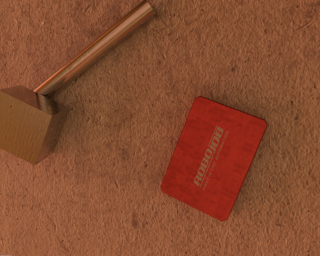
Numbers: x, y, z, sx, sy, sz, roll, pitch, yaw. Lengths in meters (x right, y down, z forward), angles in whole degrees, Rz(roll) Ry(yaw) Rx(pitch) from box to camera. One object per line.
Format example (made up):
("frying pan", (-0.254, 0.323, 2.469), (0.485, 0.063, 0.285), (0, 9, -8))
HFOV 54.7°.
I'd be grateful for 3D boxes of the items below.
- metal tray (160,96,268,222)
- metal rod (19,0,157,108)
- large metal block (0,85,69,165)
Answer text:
("metal tray", (0.066, 0.036, 0.383), (0.090, 0.030, 0.129), (23, 98, 18))
("metal rod", (-0.131, -0.084, 0.455), (0.300, 0.025, 0.025), (-33, 79, 16))
("large metal block", (-0.191, -0.006, 0.446), (0.080, 0.050, 0.079), (26, 108, 2))
